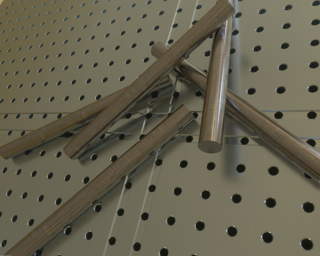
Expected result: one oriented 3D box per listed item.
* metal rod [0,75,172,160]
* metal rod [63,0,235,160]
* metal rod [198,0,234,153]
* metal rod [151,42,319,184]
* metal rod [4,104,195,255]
[{"bbox_3d":[-0.123,-0.017,0.480,0.301,0.025,0.025,-23,53,13],"label":"metal rod"},{"bbox_3d":[-0.021,-0.061,0.427,0.300,0.025,0.025,-42,51,10],"label":"metal rod"},{"bbox_3d":[0.079,-0.101,0.404,0.025,0.025,0.300,-6,52,25],"label":"metal rod"},{"bbox_3d":[0.079,-0.040,0.390,0.025,0.025,0.300,-43,51,-2],"label":"metal rod"},{"bbox_3d":[-0.078,0.075,0.401,0.300,0.025,0.025,-40,51,0],"label":"metal rod"}]
